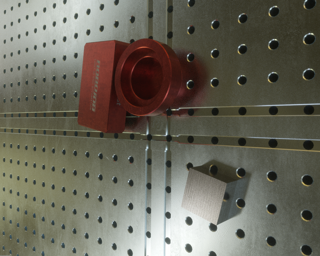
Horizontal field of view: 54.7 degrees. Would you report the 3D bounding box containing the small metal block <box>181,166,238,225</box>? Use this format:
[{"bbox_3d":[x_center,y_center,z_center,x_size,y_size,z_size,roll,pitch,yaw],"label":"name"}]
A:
[{"bbox_3d":[0.057,0.077,0.363,0.050,0.025,0.050,19,102,38],"label":"small metal block"}]

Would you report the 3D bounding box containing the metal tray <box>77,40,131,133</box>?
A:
[{"bbox_3d":[-0.085,-0.063,0.468,0.090,0.030,0.129,13,98,47],"label":"metal tray"}]

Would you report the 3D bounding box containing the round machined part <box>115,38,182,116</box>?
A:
[{"bbox_3d":[-0.011,-0.064,0.407,0.098,0.042,0.097,0,90,39],"label":"round machined part"}]
